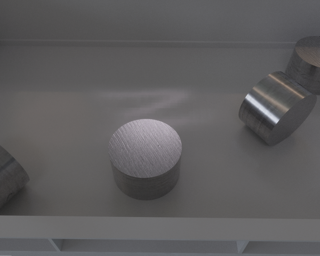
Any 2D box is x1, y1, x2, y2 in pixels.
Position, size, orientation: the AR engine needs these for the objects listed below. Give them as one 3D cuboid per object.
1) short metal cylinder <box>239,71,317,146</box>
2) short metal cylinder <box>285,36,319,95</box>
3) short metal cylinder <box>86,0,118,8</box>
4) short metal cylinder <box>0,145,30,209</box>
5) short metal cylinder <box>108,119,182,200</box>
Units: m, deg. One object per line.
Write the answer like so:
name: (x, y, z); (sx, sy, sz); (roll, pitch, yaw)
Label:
short metal cylinder: (0.147, -0.024, 0.390); (0.081, 0.080, 0.050); (-28, 55, -21)
short metal cylinder: (0.239, -0.095, 0.470); (0.080, 0.050, 0.080); (0, 50, 0)
short metal cylinder: (-0.120, -0.285, 0.610); (0.050, 0.080, 0.080); (-33, 58, -25)
short metal cylinder: (-0.188, 0.048, 0.327); (0.080, 0.080, 0.050); (25, 55, 20)
short metal cylinder: (-0.016, 0.036, 0.358); (0.080, 0.050, 0.080); (0, 50, 0)
